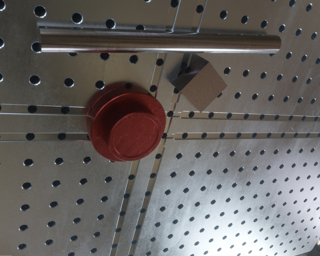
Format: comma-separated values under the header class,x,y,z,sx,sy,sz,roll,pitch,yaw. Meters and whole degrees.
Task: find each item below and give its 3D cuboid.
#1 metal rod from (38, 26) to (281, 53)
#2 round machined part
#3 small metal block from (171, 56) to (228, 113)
class,x,y,z,sx,sy,sz,roll,pitch,yaw
metal rod,0.021,-0.100,0.360,0.303,0.025,0.025,-6,121,-25
round machined part,-0.036,0.002,0.382,0.099,0.042,0.097,-14,124,-21
small metal block,0.052,-0.056,0.405,0.050,0.025,0.050,-46,129,4
